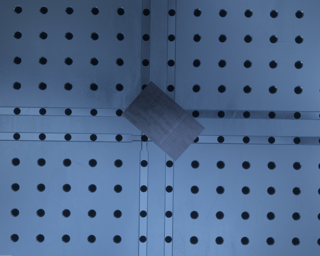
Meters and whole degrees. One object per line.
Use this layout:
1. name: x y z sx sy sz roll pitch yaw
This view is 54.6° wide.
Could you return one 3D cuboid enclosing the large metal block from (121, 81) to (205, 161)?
1. large metal block: 0.004 -0.008 0.386 0.080 0.080 0.050 41 90 -1
